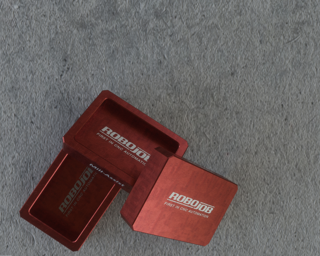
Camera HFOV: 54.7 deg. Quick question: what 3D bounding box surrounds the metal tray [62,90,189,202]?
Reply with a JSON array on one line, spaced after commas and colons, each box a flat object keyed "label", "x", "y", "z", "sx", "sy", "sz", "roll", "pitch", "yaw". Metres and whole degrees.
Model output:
[{"label": "metal tray", "x": -0.041, "y": 0.022, "z": 0.385, "sx": 0.130, "sy": 0.030, "sz": 0.090, "roll": 33, "pitch": 60, "yaw": -1}]

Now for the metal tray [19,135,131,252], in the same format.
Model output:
[{"label": "metal tray", "x": -0.107, "y": 0.081, "z": 0.406, "sx": 0.090, "sy": 0.030, "sz": 0.130, "roll": 34, "pitch": 90, "yaw": 0}]

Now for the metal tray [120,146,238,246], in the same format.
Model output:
[{"label": "metal tray", "x": 0.028, "y": 0.086, "z": 0.372, "sx": 0.131, "sy": 0.030, "sz": 0.090, "roll": 28, "pitch": 90, "yaw": -37}]
